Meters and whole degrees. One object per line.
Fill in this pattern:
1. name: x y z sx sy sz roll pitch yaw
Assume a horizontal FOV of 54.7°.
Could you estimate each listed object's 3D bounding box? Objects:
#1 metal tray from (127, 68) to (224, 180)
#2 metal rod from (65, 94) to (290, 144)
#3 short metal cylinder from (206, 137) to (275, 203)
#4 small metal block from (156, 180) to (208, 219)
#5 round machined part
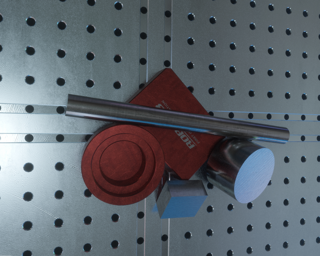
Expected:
1. metal tray: 0.018 -0.004 0.419 0.090 0.030 0.130 -45 105 -15
2. metal rod: 0.037 -0.007 0.394 0.302 0.025 0.025 7 88 -20
3. short metal cylinder: 0.111 0.055 0.426 0.081 0.050 0.079 -16 118 -32
4. small metal block: 0.028 0.094 0.410 0.050 0.025 0.050 3 132 -21
5. round machined part: -0.047 0.041 0.382 0.099 0.042 0.097 -2 97 -15
